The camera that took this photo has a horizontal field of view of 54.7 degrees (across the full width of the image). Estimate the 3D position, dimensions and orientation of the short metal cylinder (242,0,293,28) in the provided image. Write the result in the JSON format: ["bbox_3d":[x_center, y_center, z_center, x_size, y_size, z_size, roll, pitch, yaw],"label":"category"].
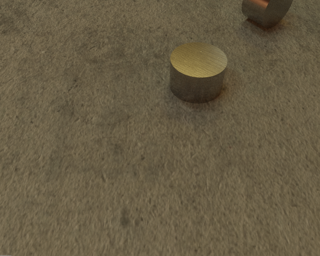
[{"bbox_3d":[0.196,-0.230,0.564,0.081,0.080,0.050,-30,57,-23],"label":"short metal cylinder"}]

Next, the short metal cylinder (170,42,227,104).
[{"bbox_3d":[0.055,-0.082,0.457,0.081,0.050,0.080,0,50,0],"label":"short metal cylinder"}]
